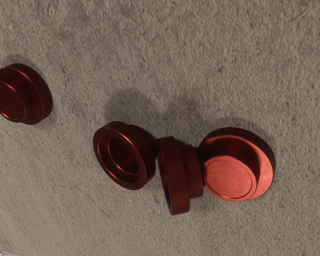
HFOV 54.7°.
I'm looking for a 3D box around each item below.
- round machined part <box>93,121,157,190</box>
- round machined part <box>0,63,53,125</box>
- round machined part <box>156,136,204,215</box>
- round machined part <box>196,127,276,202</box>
[{"bbox_3d":[-0.043,0.034,0.429,0.098,0.042,0.097,23,130,30],"label":"round machined part"},{"bbox_3d":[-0.220,-0.047,0.480,0.098,0.042,0.097,13,124,20],"label":"round machined part"},{"bbox_3d":[0.025,0.058,0.393,0.042,0.098,0.097,-11,119,-6],"label":"round machined part"},{"bbox_3d":[0.088,0.051,0.381,0.098,0.042,0.097,13,124,20],"label":"round machined part"}]
